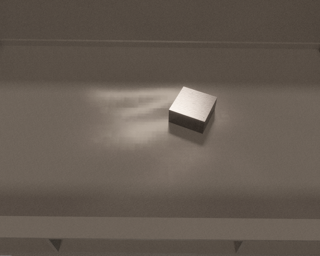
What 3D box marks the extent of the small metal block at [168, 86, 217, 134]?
[{"bbox_3d":[0.045,-0.025,0.427,0.050,0.025,0.050,20,53,15],"label":"small metal block"}]
